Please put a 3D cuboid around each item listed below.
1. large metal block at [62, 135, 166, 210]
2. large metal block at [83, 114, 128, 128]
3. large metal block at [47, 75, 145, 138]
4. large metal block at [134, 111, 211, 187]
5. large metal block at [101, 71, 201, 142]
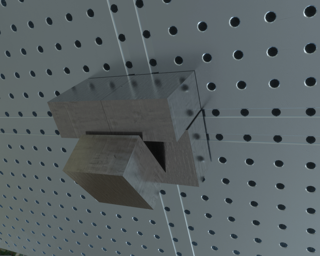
[{"bbox_3d":[-0.050,0.052,0.366,0.080,0.050,0.080,0,142,28],"label":"large metal block"},{"bbox_3d":[-0.058,0.023,0.435,0.080,0.050,0.079,1,119,27],"label":"large metal block"},{"bbox_3d":[-0.079,-0.028,0.397,0.080,0.080,0.050,1,119,27],"label":"large metal block"},{"bbox_3d":[0.014,0.025,0.398,0.080,0.050,0.079,1,119,27],"label":"large metal block"},{"bbox_3d":[-0.007,-0.027,0.360,0.080,0.080,0.050,1,119,27],"label":"large metal block"}]
